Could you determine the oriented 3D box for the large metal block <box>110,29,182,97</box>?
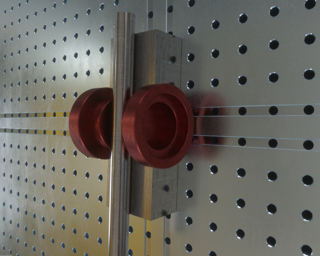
[{"bbox_3d":[-0.020,-0.078,0.409,0.080,0.050,0.079,3,92,40],"label":"large metal block"}]

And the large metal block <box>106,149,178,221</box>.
[{"bbox_3d":[-0.024,0.069,0.413,0.080,0.050,0.079,4,93,40],"label":"large metal block"}]

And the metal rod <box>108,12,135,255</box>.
[{"bbox_3d":[-0.048,0.011,0.383,0.025,0.025,0.298,3,92,40],"label":"metal rod"}]

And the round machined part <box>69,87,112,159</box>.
[{"bbox_3d":[-0.068,-0.006,0.417,0.042,0.099,0.097,3,92,40],"label":"round machined part"}]

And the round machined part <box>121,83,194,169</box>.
[{"bbox_3d":[-0.007,-0.003,0.367,0.042,0.099,0.097,3,92,45],"label":"round machined part"}]
